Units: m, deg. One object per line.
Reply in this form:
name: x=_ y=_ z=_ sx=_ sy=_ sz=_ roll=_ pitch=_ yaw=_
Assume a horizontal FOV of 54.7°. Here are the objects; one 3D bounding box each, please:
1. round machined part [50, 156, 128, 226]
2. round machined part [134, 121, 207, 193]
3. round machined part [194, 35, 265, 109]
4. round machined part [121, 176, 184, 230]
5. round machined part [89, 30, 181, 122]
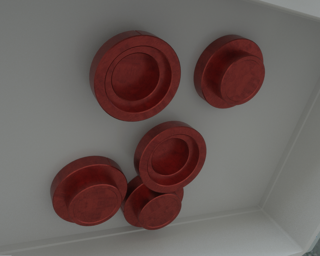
round machined part: x=-0.088 y=0.088 z=0.404 sx=0.099 sy=0.042 sz=0.097 roll=-14 pitch=124 yaw=-21
round machined part: x=0.010 y=0.035 z=0.420 sx=0.099 sy=0.042 sz=0.097 roll=-11 pitch=117 yaw=-23
round machined part: x=0.097 y=-0.069 z=0.408 sx=0.099 sy=0.042 sz=0.097 roll=-14 pitch=124 yaw=-21
round machined part: x=-0.007 y=0.113 z=0.463 sx=0.099 sy=0.042 sz=0.097 roll=-14 pitch=124 yaw=-21
round machined part: x=-0.030 y=-0.060 z=0.344 sx=0.099 sy=0.042 sz=0.097 roll=-14 pitch=124 yaw=-21
